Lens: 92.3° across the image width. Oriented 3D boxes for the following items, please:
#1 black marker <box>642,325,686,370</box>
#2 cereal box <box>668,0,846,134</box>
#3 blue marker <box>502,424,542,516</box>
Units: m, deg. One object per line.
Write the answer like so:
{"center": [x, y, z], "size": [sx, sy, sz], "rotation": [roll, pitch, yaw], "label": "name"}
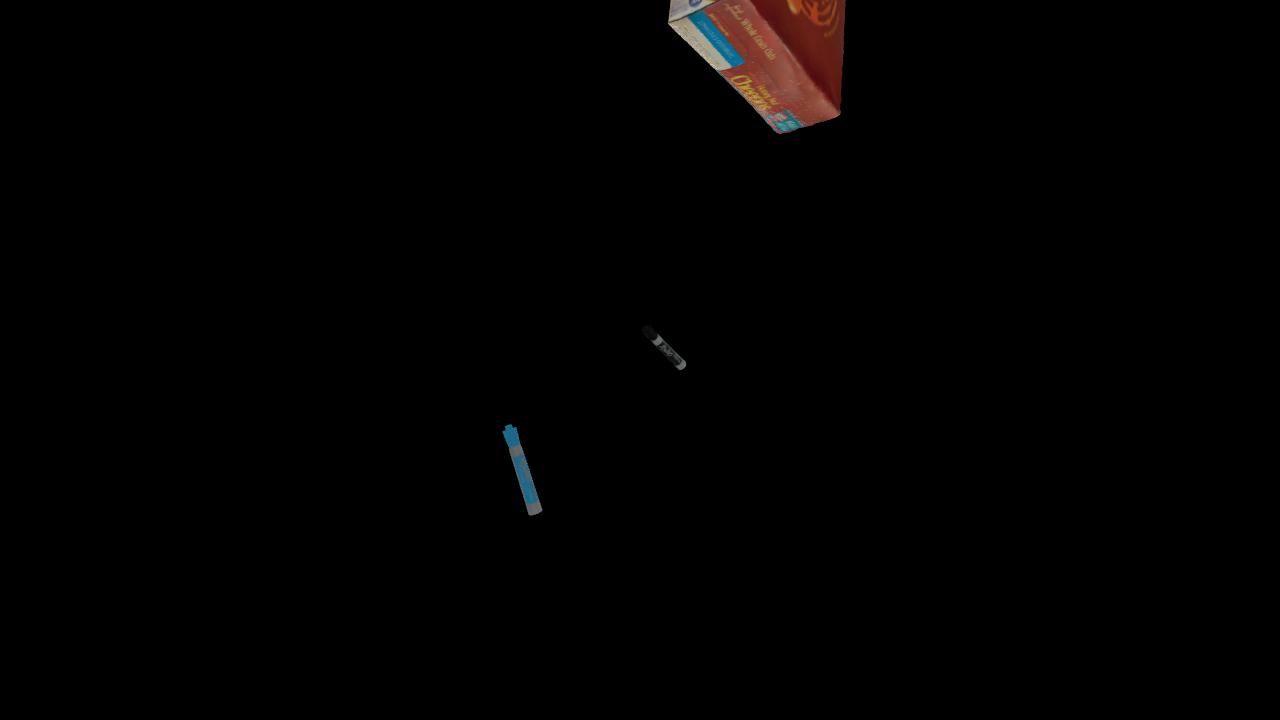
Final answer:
{"center": [0.041, -0.021, 1.040], "size": [0.020, 0.020, 0.121], "rotation": [0, -31, 40], "label": "black marker"}
{"center": [0.121, -0.399, 0.565], "size": [0.081, 0.306, 0.203], "rotation": [0, -9, 39], "label": "cereal box"}
{"center": [-0.154, 0.142, 0.802], "size": [0.020, 0.121, 0.020], "rotation": [-17, 2, 1], "label": "blue marker"}
